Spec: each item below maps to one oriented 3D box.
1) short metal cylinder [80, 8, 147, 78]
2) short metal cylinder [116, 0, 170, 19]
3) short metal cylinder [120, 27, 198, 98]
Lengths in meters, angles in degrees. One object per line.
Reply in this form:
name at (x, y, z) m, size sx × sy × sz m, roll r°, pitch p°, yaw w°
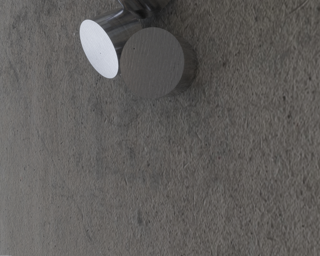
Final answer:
short metal cylinder at (-0.063, -0.114, 0.418) m, size 0.080 × 0.050 × 0.080 m, roll 35°, pitch 144°, yaw 30°
short metal cylinder at (-0.025, -0.189, 0.395) m, size 0.080 × 0.050 × 0.080 m, roll -13°, pitch 65°, yaw 30°
short metal cylinder at (0.000, -0.077, 0.375) m, size 0.080 × 0.050 × 0.079 m, roll 3°, pitch 98°, yaw 23°
